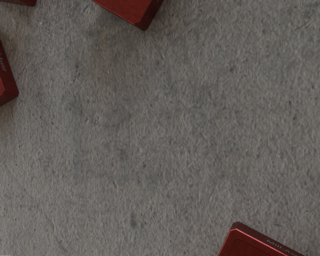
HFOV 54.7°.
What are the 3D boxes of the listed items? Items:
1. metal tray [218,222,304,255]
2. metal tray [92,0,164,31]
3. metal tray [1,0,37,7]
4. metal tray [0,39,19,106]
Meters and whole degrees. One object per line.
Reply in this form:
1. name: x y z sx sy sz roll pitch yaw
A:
1. metal tray: 0.128 0.181 0.360 0.130 0.030 0.089 25 98 18
2. metal tray: -0.027 -0.210 0.415 0.090 0.030 0.129 34 101 16
3. metal tray: -0.227 -0.264 0.484 0.090 0.030 0.129 16 95 19
4. metal tray: -0.293 -0.094 0.507 0.090 0.030 0.129 -25 82 18
